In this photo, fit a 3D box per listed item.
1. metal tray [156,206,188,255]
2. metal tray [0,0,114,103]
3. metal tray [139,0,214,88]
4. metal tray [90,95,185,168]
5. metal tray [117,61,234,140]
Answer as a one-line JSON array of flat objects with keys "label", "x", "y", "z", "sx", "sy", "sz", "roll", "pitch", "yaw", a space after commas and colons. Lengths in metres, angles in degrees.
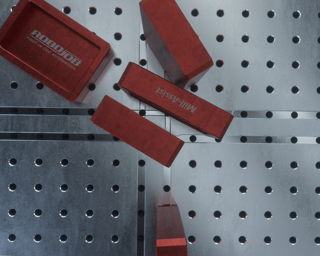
[{"label": "metal tray", "x": 0.013, "y": 0.152, "z": 0.361, "sx": 0.030, "sy": 0.130, "sz": 0.089, "roll": -3, "pitch": 90, "yaw": 0}, {"label": "metal tray", "x": -0.140, "y": -0.104, "z": 0.408, "sx": 0.130, "sy": 0.030, "sz": 0.090, "roll": 34, "pitch": 90, "yaw": -1}, {"label": "metal tray", "x": 0.016, "y": -0.092, "z": 0.361, "sx": 0.030, "sy": 0.130, "sz": 0.090, "roll": -32, "pitch": 90, "yaw": 0}, {"label": "metal tray", "x": -0.022, "y": 0.003, "z": 0.361, "sx": 0.090, "sy": 0.130, "sz": 0.030, "roll": 31, "pitch": 90, "yaw": -1}, {"label": "metal tray", "x": 0.017, "y": -0.030, "z": 0.381, "sx": 0.130, "sy": 0.090, "sz": 0.030, "roll": 28, "pitch": 90, "yaw": -1}]
